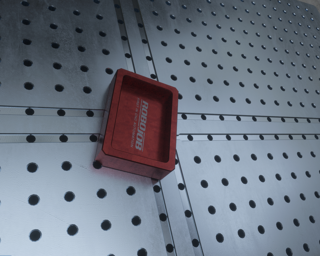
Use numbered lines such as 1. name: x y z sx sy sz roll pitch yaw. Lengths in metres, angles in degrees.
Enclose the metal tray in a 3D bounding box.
1. metal tray: -0.025 -0.007 0.397 0.091 0.030 0.130 17 55 -19
